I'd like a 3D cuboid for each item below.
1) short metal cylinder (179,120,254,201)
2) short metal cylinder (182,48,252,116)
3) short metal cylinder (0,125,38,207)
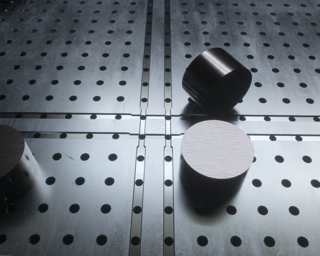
[{"bbox_3d":[0.063,0.037,0.361,0.081,0.050,0.080,0,50,0],"label":"short metal cylinder"},{"bbox_3d":[0.078,-0.062,0.425,0.081,0.080,0.050,-24,55,-19],"label":"short metal cylinder"},{"bbox_3d":[-0.188,0.043,0.353,0.081,0.050,0.080,0,50,0],"label":"short metal cylinder"}]
